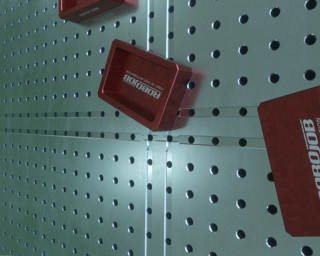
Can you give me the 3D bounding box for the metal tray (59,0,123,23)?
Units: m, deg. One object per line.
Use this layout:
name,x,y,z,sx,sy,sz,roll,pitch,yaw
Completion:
metal tray,-0.115,-0.233,0.502,0.130,0.030,0.090,-2,89,40

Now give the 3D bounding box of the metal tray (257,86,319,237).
metal tray,0.150,0.029,0.283,0.090,0.030,0.129,-17,79,39

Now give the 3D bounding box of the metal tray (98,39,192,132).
metal tray,-0.027,-0.061,0.429,0.130,0.030,0.089,31,109,35
